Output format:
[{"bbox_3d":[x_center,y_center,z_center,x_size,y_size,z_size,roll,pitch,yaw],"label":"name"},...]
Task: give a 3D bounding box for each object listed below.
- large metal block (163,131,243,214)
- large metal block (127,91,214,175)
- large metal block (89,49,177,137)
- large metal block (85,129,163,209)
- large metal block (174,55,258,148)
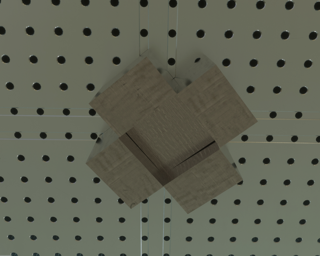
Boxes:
[{"bbox_3d":[0.051,0.051,0.404,0.080,0.080,0.050,-35,106,12],"label":"large metal block"},{"bbox_3d":[0.012,-0.002,0.398,0.080,0.050,0.080,-36,105,14],"label":"large metal block"},{"bbox_3d":[-0.029,-0.045,0.367,0.080,0.080,0.050,-37,106,12],"label":"large metal block"},{"bbox_3d":[-0.041,0.041,0.398,0.050,0.080,0.080,-37,107,12],"label":"large metal block"},{"bbox_3d":[0.063,-0.035,0.372,0.050,0.080,0.080,-37,106,12],"label":"large metal block"}]
